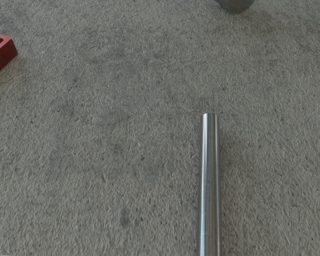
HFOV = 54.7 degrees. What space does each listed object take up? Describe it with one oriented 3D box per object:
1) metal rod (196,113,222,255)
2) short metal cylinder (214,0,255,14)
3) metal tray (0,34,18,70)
[{"bbox_3d":[0.051,0.102,0.317,0.025,0.025,0.300,5,50,4],"label":"metal rod"},{"bbox_3d":[0.146,-0.269,0.596,0.081,0.080,0.050,-26,55,-21],"label":"short metal cylinder"},{"bbox_3d":[-0.313,-0.122,0.498,0.131,0.030,0.090,15,52,12],"label":"metal tray"}]
